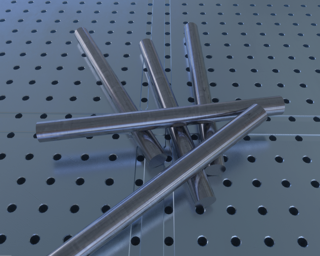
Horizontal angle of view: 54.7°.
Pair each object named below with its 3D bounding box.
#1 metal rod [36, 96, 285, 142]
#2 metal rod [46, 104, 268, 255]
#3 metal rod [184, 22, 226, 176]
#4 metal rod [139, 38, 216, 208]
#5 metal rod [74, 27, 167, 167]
[{"bbox_3d":[0.006,-0.012,0.383,0.302,0.025,0.025,-7,51,-6],"label":"metal rod"},{"bbox_3d":[0.000,0.063,0.329,0.302,0.025,0.025,-34,58,-17],"label":"metal rod"},{"bbox_3d":[0.060,-0.065,0.462,0.025,0.025,0.300,-1,50,-2],"label":"metal rod"},{"bbox_3d":[0.013,-0.030,0.432,0.025,0.025,0.300,-11,51,-9],"label":"metal rod"},{"bbox_3d":[-0.070,-0.063,0.459,0.025,0.025,0.300,-21,53,-17],"label":"metal rod"}]
